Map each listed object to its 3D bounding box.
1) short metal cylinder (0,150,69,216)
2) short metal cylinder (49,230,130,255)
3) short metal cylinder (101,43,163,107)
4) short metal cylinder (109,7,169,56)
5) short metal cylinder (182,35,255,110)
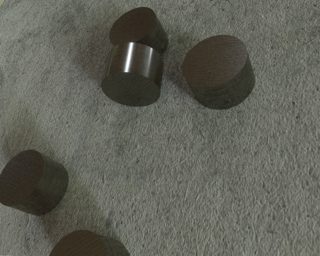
[{"bbox_3d":[-0.178,0.077,0.434,0.080,0.050,0.080,-13,56,21],"label":"short metal cylinder"},{"bbox_3d":[-0.076,0.156,0.332,0.080,0.050,0.080,-13,56,21],"label":"short metal cylinder"},{"bbox_3d":[-0.037,-0.072,0.433,0.080,0.080,0.050,-8,59,24],"label":"short metal cylinder"},{"bbox_3d":[-0.033,-0.145,0.494,0.080,0.050,0.080,-13,56,21],"label":"short metal cylinder"},{"bbox_3d":[0.075,-0.070,0.392,0.080,0.050,0.080,-13,56,21],"label":"short metal cylinder"}]
